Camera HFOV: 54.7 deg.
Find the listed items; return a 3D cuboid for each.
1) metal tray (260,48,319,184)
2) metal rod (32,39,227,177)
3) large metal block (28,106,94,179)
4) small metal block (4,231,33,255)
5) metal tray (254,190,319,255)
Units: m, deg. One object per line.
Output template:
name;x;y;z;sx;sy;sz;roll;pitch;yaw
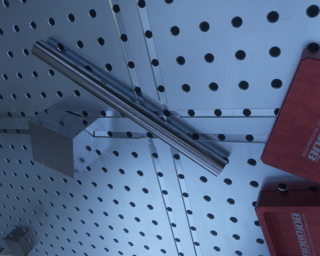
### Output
metal tray;0.168;-0.005;0.316;0.090;0.030;0.129;20;126;16
metal rod;-0.045;-0.029;0.416;0.301;0.025;0.025;34;129;6
large metal block;-0.154;0.022;0.490;0.080;0.050;0.079;21;126;16
small metal block;-0.356;0.292;0.780;0.050;0.025;0.050;1;119;28
metal tray;0.184;0.141;0.397;0.090;0.030;0.129;-10;114;32
